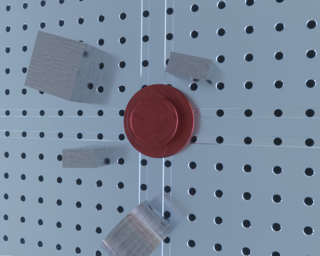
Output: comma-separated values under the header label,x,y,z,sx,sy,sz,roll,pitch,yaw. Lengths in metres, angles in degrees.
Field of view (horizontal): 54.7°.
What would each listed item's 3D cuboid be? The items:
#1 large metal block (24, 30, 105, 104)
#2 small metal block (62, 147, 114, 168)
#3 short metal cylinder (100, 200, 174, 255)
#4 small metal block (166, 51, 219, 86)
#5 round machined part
label,x,y,z,sx,sy,sz,roll,pitch,yaw
large metal block,-0.137,-0.086,0.446,0.080,0.050,0.080,19,96,18
small metal block,-0.100,0.040,0.433,0.050,0.050,0.025,-2,90,19
short metal cylinder,-0.028,0.139,0.392,0.050,0.080,0.080,44,103,14
small metal block,0.041,-0.072,0.384,0.050,0.050,0.025,16,96,19
round machined part,-0.004,-0.009,0.404,0.098,0.042,0.097,0,90,19
